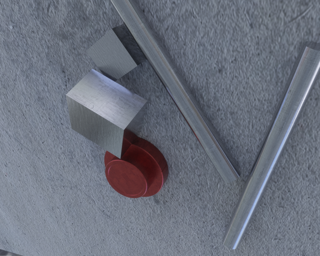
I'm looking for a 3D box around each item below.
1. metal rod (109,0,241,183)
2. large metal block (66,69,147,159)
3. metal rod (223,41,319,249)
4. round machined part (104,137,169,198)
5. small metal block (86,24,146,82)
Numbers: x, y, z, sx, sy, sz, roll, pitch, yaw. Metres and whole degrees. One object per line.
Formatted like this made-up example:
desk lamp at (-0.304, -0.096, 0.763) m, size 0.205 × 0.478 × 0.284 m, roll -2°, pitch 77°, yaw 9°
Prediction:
metal rod at (0.012, -0.060, 0.362) m, size 0.025 × 0.025 × 0.299 m, roll -24°, pitch 106°, yaw 36°
large metal block at (-0.068, -0.016, 0.399) m, size 0.080 × 0.050 × 0.080 m, roll 31°, pitch 149°, yaw 8°
metal rod at (0.124, 0.046, 0.369) m, size 0.025 × 0.025 × 0.298 m, roll 20°, pitch 126°, yaw 16°
round machined part at (-0.041, 0.064, 0.455) m, size 0.098 × 0.042 × 0.097 m, roll 13°, pitch 124°, yaw 20°
small metal block at (-0.053, -0.089, 0.378) m, size 0.050 × 0.025 × 0.050 m, roll -26°, pitch 104°, yaw 37°
